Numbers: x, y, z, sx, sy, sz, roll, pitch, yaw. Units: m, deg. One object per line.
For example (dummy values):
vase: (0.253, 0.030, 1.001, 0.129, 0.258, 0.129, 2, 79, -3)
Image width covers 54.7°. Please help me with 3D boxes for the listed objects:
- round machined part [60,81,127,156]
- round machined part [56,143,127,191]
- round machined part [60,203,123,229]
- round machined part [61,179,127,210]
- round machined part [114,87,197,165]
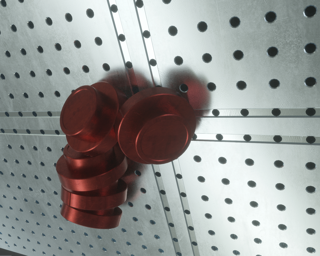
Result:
round machined part: (-0.090, -0.016, 0.399, 0.098, 0.098, 0.042, -14, 153, 33)
round machined part: (-0.098, 0.042, 0.440, 0.098, 0.098, 0.042, 7, 120, 24)
round machined part: (-0.109, 0.127, 0.511, 0.098, 0.098, 0.042, 14, 88, 20)
round machined part: (-0.099, 0.085, 0.472, 0.098, 0.098, 0.042, 10, 100, 22)
round machined part: (-0.001, 0.004, 0.367, 0.099, 0.042, 0.097, -11, 123, -16)
